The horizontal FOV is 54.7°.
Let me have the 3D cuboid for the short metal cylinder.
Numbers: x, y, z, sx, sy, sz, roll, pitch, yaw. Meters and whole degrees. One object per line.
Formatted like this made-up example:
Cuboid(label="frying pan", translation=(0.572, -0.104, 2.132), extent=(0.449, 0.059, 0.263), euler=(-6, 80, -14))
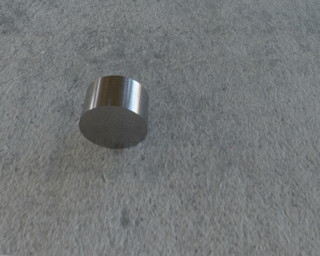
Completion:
Cuboid(label="short metal cylinder", translation=(-0.055, -0.018, 0.382), extent=(0.081, 0.080, 0.050), euler=(1, 50, 0))
